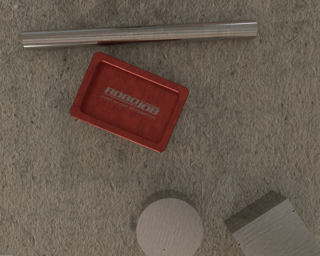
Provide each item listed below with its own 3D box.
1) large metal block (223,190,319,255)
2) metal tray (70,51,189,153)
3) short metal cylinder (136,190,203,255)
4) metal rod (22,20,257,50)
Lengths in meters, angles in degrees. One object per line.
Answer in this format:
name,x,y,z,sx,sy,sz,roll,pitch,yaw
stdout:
large metal block,0.142,0.140,0.399,0.080,0.050,0.080,-33,90,0
metal tray,-0.039,-0.033,0.406,0.131,0.030,0.090,23,90,0
short metal cylinder,0.012,0.124,0.398,0.081,0.050,0.079,0,90,0
metal rod,-0.026,-0.123,0.409,0.302,0.025,0.025,-3,90,0
